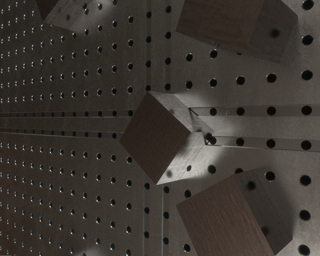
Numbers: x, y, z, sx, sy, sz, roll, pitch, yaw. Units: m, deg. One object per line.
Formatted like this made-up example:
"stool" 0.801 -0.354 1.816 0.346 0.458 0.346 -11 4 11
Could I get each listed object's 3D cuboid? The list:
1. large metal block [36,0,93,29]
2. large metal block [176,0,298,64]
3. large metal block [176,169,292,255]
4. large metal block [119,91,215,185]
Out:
"large metal block" -0.167 -0.231 0.528 0.080 0.050 0.080 -33 70 34
"large metal block" 0.077 -0.104 0.309 0.080 0.081 0.050 27 107 36
"large metal block" 0.076 0.100 0.329 0.080 0.050 0.080 -38 67 33
"large metal block" 0.006 0.011 0.386 0.080 0.050 0.080 46 117 30
